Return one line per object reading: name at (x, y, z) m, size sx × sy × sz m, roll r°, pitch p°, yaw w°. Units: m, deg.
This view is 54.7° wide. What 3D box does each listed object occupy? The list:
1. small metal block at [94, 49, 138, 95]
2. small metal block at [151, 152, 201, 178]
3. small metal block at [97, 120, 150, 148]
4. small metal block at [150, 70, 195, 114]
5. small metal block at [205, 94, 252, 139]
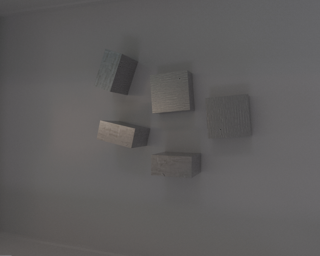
small metal block at (-0.058, -0.074, 0.418) m, size 0.025 × 0.050 × 0.050 m, roll 21°, pitch 97°, yaw 19°
small metal block at (0.022, 0.045, 0.390) m, size 0.050 × 0.050 × 0.025 m, roll 1°, pitch 91°, yaw 20°
small metal block at (-0.047, 0.007, 0.414) m, size 0.050 × 0.050 × 0.025 m, roll 13°, pitch 95°, yaw 19°
small metal block at (0.016, -0.046, 0.405) m, size 0.050 × 0.025 × 0.050 m, roll -4°, pitch 89°, yaw 20°
small metal block at (0.085, -0.013, 0.380) m, size 0.050 × 0.025 × 0.050 m, roll -4°, pitch 89°, yaw 20°
